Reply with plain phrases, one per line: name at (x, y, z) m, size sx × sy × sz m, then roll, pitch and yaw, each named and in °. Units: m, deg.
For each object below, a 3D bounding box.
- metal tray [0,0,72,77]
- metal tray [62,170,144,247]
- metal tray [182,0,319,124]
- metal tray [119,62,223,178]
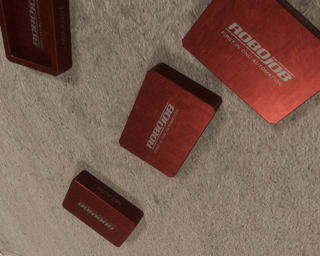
metal tray at (-0.163, -0.141, 0.399) m, size 0.090 × 0.030 × 0.129 m, roll 19°, pitch 126°, yaw 16°
metal tray at (-0.103, 0.143, 0.544) m, size 0.130 × 0.030 × 0.089 m, roll 35°, pitch 129°, yaw 4°
metal tray at (0.098, -0.077, 0.304) m, size 0.130 × 0.030 × 0.090 m, roll 42°, pitch 129°, yaw -1°
metal tray at (0.008, -0.006, 0.394) m, size 0.090 × 0.030 × 0.129 m, roll 32°, pitch 128°, yaw 6°
